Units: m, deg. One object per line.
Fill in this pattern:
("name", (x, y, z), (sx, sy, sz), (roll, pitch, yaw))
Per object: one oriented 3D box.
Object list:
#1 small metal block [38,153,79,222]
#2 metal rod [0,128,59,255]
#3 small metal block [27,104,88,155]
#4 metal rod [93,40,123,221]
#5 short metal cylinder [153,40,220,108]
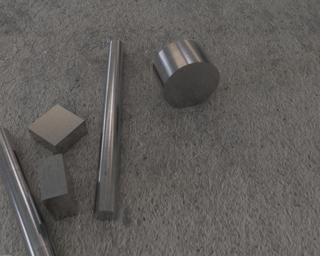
("small metal block", (-0.109, 0.064, 0.332), (0.025, 0.050, 0.050), (-14, 52, -12))
("metal rod", (-0.125, 0.107, 0.312), (0.025, 0.025, 0.300), (-25, 55, -20))
("small metal block", (-0.131, 0.003, 0.400), (0.050, 0.025, 0.050), (29, 56, 22))
("metal rod", (-0.065, -0.023, 0.421), (0.025, 0.025, 0.300), (-2, 50, -2))
("short metal cylinder", (0.035, -0.074, 0.430), (0.081, 0.080, 0.050), (-13, 51, -11))
